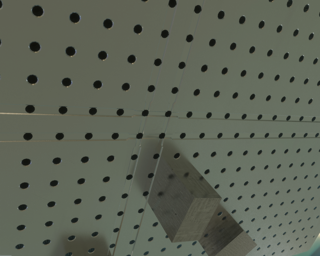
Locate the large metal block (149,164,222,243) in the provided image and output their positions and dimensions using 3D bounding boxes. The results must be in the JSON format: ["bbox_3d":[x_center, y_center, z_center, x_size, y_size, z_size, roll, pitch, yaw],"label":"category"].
[{"bbox_3d":[0.035,0.111,0.465,0.050,0.080,0.079,9,114,-33],"label":"large metal block"}]

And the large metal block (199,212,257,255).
[{"bbox_3d":[0.133,0.225,0.610,0.080,0.050,0.080,-41,130,0],"label":"large metal block"}]
